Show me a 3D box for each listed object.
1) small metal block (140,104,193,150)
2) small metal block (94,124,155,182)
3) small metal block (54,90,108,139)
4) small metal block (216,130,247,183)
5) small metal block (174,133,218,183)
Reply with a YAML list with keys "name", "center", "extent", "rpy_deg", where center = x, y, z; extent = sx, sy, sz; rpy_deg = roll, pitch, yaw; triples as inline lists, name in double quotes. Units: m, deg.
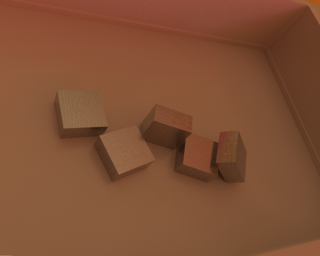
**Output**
- name: "small metal block"
  center: [0.007, 0.000, 0.393]
  extent: [0.050, 0.050, 0.025]
  rpy_deg: [18, 55, -18]
- name: "small metal block"
  center: [-0.042, 0.029, 0.365]
  extent: [0.050, 0.025, 0.050]
  rpy_deg: [-19, 72, -35]
- name: "small metal block"
  center: [-0.094, -0.017, 0.365]
  extent: [0.050, 0.025, 0.050]
  rpy_deg: [-3, 63, -30]
- name: "small metal block"
  center: [0.097, 0.039, 0.417]
  extent: [0.050, 0.025, 0.050]
  rpy_deg: [57, 38, -42]
- name: "small metal block"
  center: [0.049, 0.038, 0.409]
  extent: [0.050, 0.025, 0.050]
  rpy_deg: [21, 54, -16]
